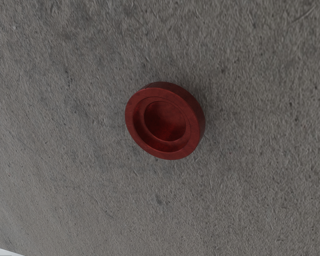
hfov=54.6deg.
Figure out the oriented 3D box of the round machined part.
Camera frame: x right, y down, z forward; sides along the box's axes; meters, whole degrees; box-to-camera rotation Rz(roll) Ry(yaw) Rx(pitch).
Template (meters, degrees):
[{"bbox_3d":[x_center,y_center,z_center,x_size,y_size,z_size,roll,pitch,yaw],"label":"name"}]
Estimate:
[{"bbox_3d":[0.009,-0.012,0.384,0.098,0.042,0.097,13,124,21],"label":"round machined part"}]
